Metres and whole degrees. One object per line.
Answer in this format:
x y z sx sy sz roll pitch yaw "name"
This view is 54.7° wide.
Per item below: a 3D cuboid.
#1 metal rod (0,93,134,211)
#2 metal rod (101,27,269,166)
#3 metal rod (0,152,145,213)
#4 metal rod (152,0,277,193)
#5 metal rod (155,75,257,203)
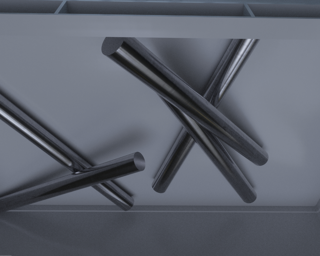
-0.140 0.035 0.436 0.025 0.025 0.300 -29 125 22 "metal rod"
0.055 -0.011 0.341 0.025 0.025 0.301 -32 142 24 "metal rod"
-0.152 0.087 0.454 0.300 0.025 0.025 -20 128 26 "metal rod"
0.052 -0.014 0.397 0.025 0.025 0.298 16 128 -13 "metal rod"
0.071 0.028 0.406 0.025 0.025 0.300 -24 135 19 "metal rod"
